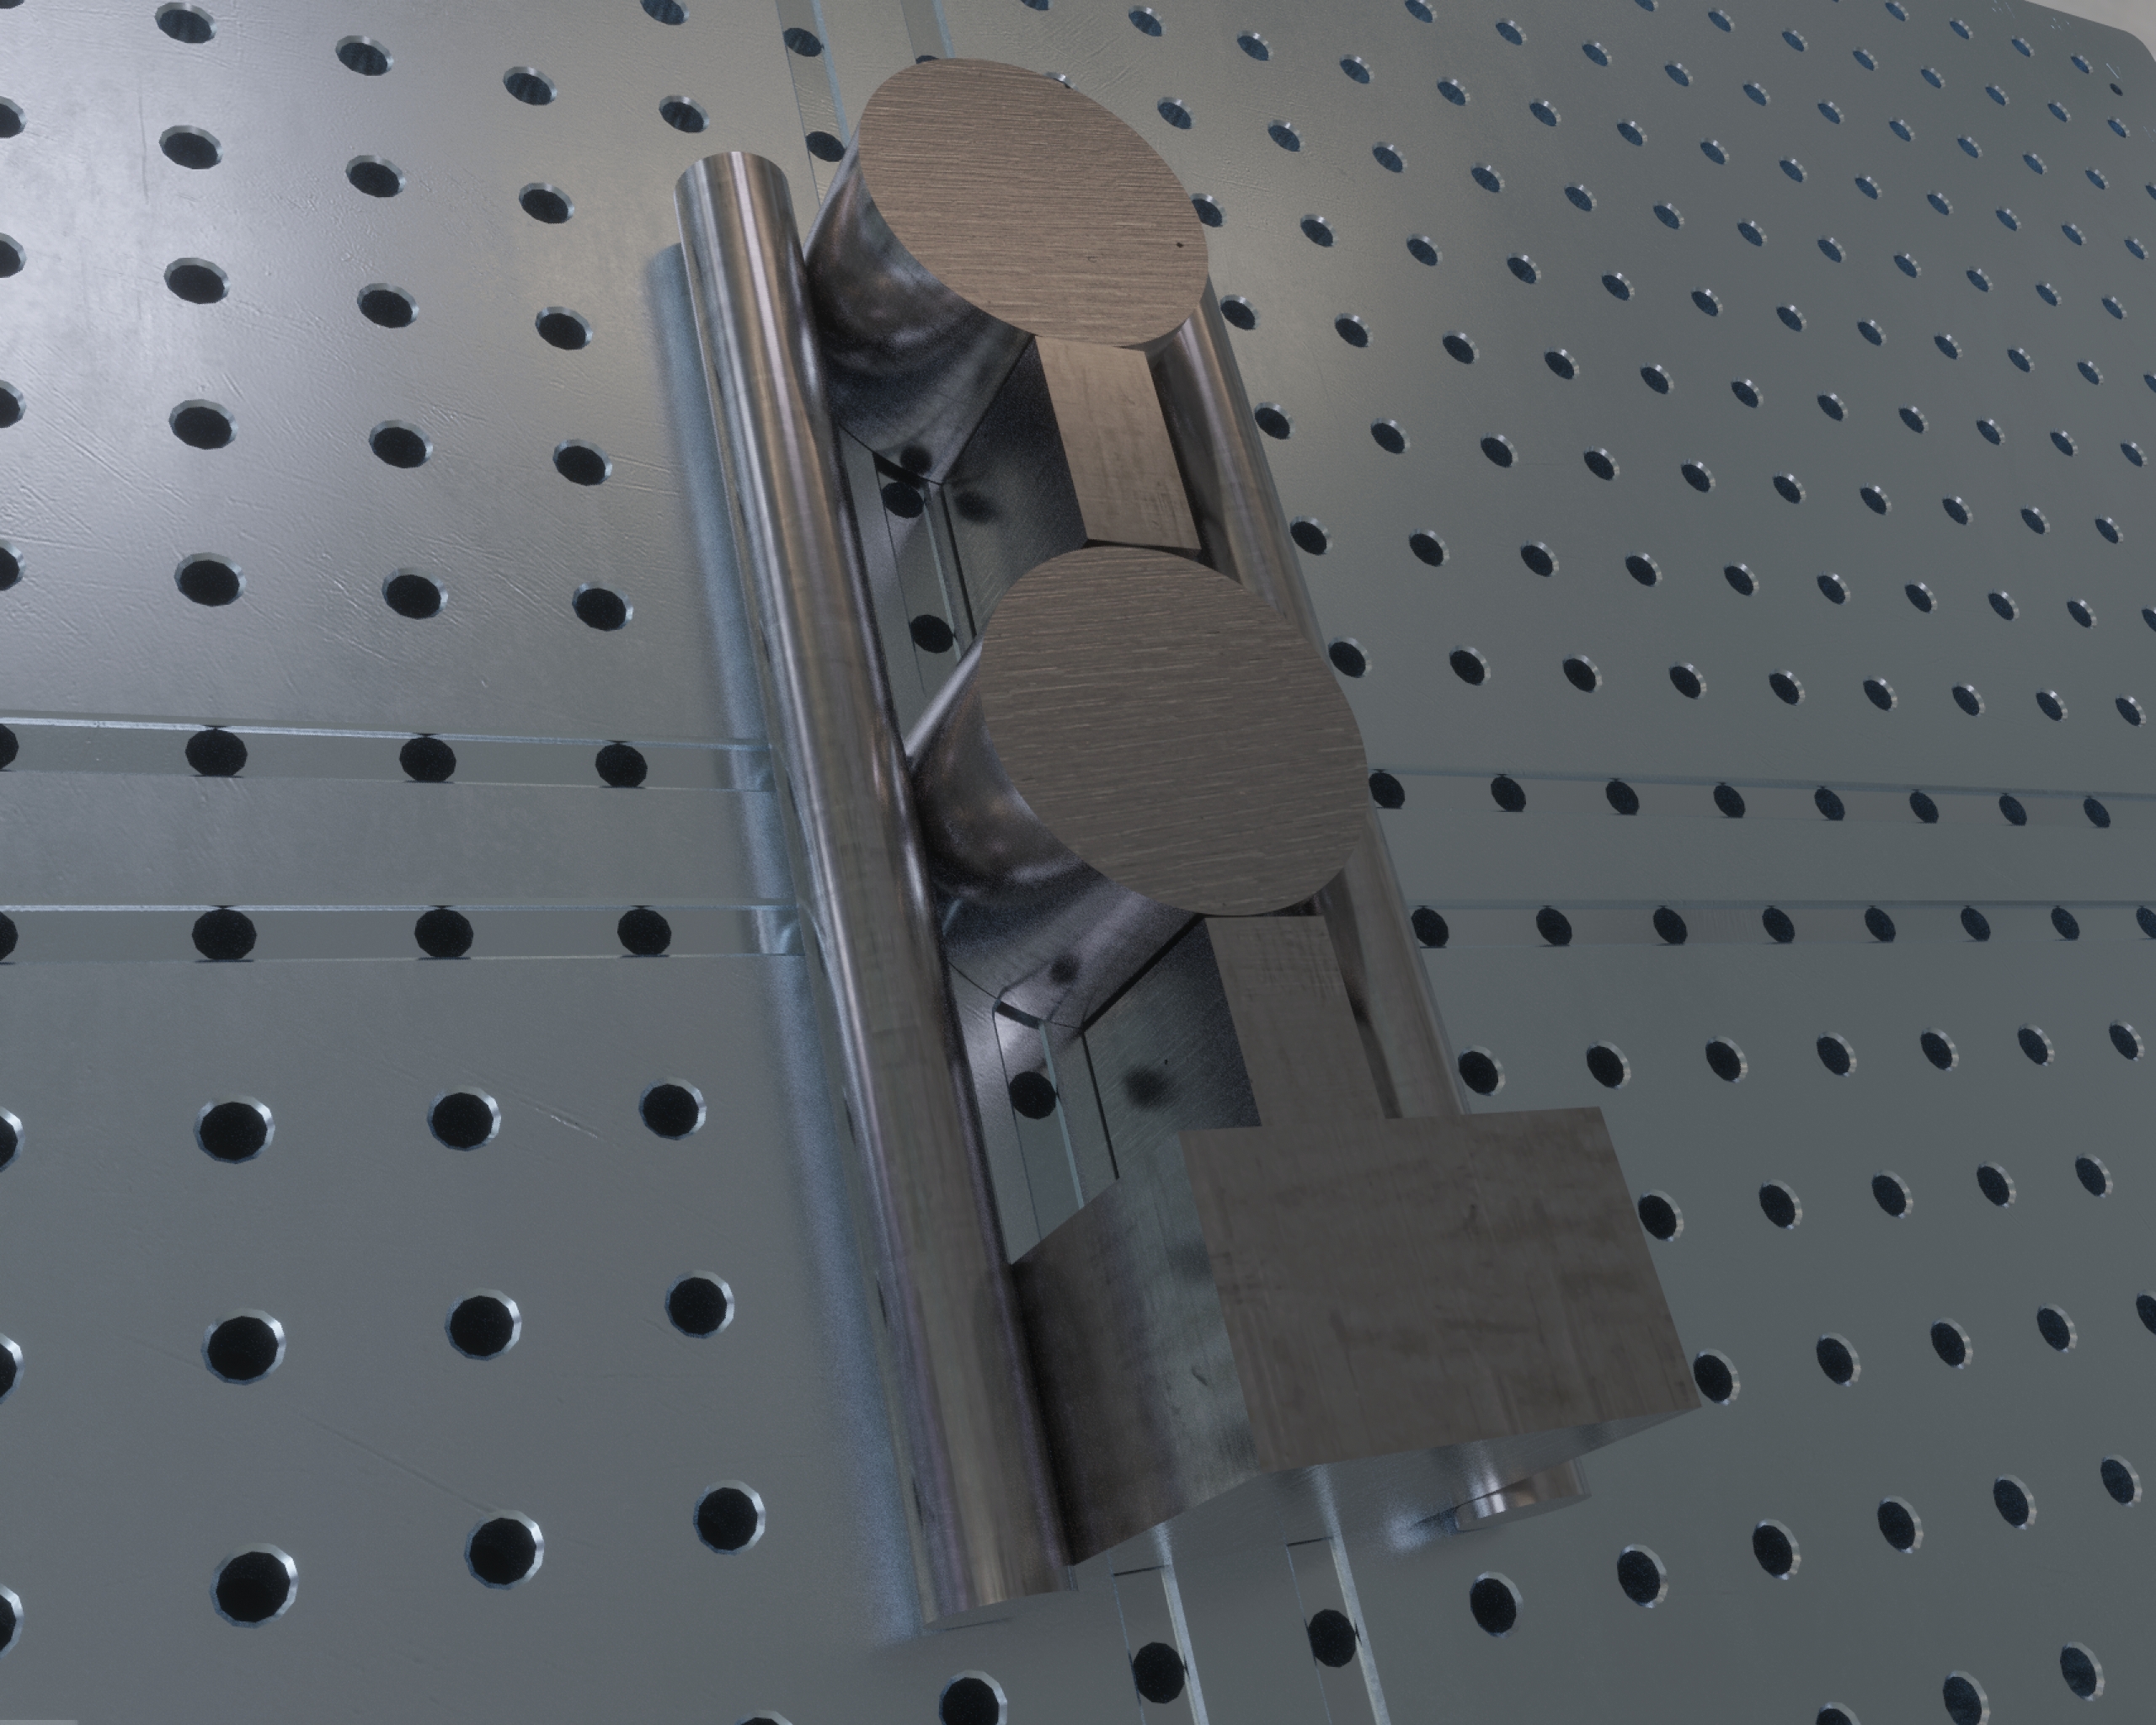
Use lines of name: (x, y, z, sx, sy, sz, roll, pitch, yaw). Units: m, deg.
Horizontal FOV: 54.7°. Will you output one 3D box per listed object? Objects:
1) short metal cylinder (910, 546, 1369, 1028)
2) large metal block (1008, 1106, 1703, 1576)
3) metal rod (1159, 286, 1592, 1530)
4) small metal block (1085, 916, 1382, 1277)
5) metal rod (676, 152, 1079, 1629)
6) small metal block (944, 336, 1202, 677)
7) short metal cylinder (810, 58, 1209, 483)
short metal cylinder: (0.009, -0.014, 0.405, 0.081, 0.050, 0.080, 14, 56, -21)
large metal block: (0.039, 0.080, 0.345, 0.081, 0.080, 0.050, 1, 62, -28)
metal rod: (0.049, -0.014, 0.442, 0.025, 0.025, 0.299, 1, 61, -28)
small metal block: (0.028, 0.043, 0.380, 0.025, 0.050, 0.050, 0, 62, -28)
metal rod: (-0.044, -0.014, 0.392, 0.025, 0.025, 0.299, 1, 61, -28)
small metal block: (-0.003, -0.072, 0.433, 0.025, 0.050, 0.050, 1, 62, -28)
short metal cylinder: (-0.019, -0.129, 0.460, 0.081, 0.050, 0.080, 14, 56, -21)
